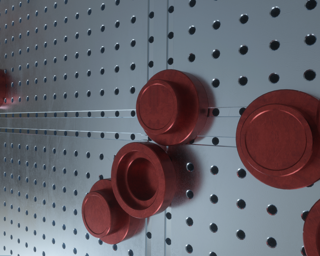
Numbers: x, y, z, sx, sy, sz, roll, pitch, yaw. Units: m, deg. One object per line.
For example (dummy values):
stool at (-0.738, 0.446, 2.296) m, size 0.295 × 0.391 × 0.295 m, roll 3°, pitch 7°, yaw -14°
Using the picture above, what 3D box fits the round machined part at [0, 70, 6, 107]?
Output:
round machined part at (-0.412, -0.096, 0.741) m, size 0.098 × 0.042 × 0.097 m, roll 0°, pitch 90°, yaw 40°

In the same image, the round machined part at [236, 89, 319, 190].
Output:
round machined part at (0.118, 0.011, 0.301) m, size 0.098 × 0.042 × 0.097 m, roll 0°, pitch 90°, yaw 40°

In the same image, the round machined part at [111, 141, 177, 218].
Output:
round machined part at (-0.017, 0.066, 0.414) m, size 0.098 × 0.042 × 0.097 m, roll 0°, pitch 90°, yaw 40°

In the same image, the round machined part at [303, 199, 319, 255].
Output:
round machined part at (0.175, 0.093, 0.254) m, size 0.098 × 0.042 × 0.097 m, roll 0°, pitch 90°, yaw 40°

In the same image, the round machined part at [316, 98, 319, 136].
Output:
round machined part at (0.176, -0.008, 0.241) m, size 0.098 × 0.042 × 0.098 m, roll -1°, pitch 87°, yaw 20°

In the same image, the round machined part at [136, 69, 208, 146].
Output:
round machined part at (0.008, -0.026, 0.393) m, size 0.098 × 0.042 × 0.097 m, roll 0°, pitch 90°, yaw 40°

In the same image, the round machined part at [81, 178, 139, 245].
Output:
round machined part at (-0.080, 0.126, 0.466) m, size 0.098 × 0.042 × 0.097 m, roll 0°, pitch 90°, yaw 40°
